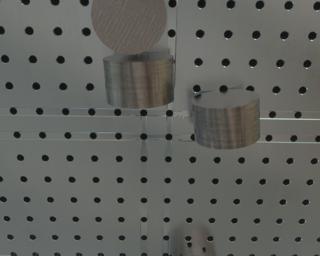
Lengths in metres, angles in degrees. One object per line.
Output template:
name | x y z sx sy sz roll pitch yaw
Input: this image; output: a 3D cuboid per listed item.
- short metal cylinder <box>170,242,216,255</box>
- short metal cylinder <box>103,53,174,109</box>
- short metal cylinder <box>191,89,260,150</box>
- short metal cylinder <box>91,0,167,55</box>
short metal cylinder | 0.054 0.228 0.484 0.081 0.050 0.079 0 110 0
short metal cylinder | -0.024 -0.058 0.362 0.081 0.080 0.050 -1 110 0
short metal cylinder | 0.081 -0.013 0.380 0.080 0.080 0.050 -7 110 2
short metal cylinder | -0.033 -0.127 0.353 0.081 0.050 0.079 0 110 0
